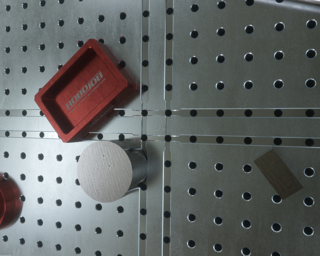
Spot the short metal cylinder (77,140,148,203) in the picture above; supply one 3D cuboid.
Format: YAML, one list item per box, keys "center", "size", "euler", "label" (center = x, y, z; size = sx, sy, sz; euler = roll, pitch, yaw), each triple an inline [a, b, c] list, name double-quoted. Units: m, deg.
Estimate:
- center: [-0.064, 0.056, 0.421]
  size: [0.080, 0.050, 0.079]
  euler: [0, 90, 19]
  label: "short metal cylinder"

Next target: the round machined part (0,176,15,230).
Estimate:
- center: [-0.291, 0.125, 0.504]
  size: [0.098, 0.042, 0.097]
  euler: [0, 90, 19]
  label: "round machined part"

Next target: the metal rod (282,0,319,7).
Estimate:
- center: [0.063, -0.191, 0.389]
  size: [0.301, 0.025, 0.025]
  euler: [19, 96, 18]
  label: "metal rod"

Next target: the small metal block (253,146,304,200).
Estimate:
- center: [0.134, 0.049, 0.352]
  size: [0.025, 0.050, 0.050]
  euler: [-38, 78, 16]
  label: "small metal block"

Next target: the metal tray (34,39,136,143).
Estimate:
- center: [-0.110, -0.051, 0.447]
  size: [0.130, 0.030, 0.090]
  euler: [-41, 78, 15]
  label: "metal tray"
